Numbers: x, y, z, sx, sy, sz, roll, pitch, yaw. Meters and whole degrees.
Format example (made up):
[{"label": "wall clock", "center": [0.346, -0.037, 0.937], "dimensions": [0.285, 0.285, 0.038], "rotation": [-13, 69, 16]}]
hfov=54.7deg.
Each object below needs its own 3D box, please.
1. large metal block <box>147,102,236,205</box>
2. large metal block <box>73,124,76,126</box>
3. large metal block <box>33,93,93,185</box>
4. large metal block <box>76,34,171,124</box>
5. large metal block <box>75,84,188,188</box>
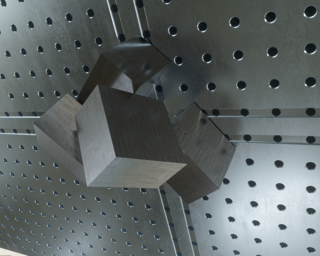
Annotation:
[{"label": "large metal block", "center": [0.037, 0.029, 0.371], "dimensions": [0.080, 0.080, 0.050], "rotation": [47, 129, -5]}, {"label": "large metal block", "center": [-0.087, 0.020, 0.451], "dimensions": [0.080, 0.050, 0.080], "rotation": [43, 129, -2]}, {"label": "large metal block", "center": [-0.099, 0.017, 0.371], "dimensions": [0.080, 0.050, 0.080], "rotation": [41, 154, 0]}, {"label": "large metal block", "center": [-0.043, -0.053, 0.362], "dimensions": [0.050, 0.080, 0.080], "rotation": [41, 129, 0]}, {"label": "large metal block", "center": [-0.030, 0.011, 0.306], "dimensions": [0.050, 0.081, 0.080], "rotation": [-45, 50, 34]}]
